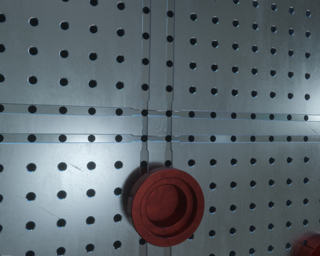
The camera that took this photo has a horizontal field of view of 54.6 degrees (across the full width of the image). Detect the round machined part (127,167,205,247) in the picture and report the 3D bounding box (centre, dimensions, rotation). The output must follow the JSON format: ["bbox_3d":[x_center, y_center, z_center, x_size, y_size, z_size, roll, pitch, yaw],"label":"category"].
[{"bbox_3d":[0.005,0.099,0.405,0.099,0.042,0.097,0,90,-20],"label":"round machined part"}]

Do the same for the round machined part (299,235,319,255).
[{"bbox_3d":[0.277,0.229,0.506,0.099,0.042,0.097,0,90,-20],"label":"round machined part"}]
